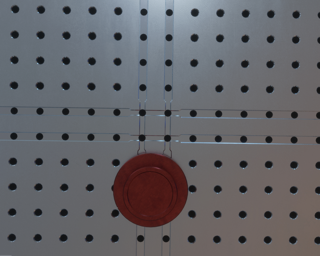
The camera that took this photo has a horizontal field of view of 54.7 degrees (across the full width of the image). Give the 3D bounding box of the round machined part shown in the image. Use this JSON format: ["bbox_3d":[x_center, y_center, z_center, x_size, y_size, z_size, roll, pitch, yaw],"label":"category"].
[{"bbox_3d":[-0.012,0.082,0.405,0.099,0.042,0.097,0,90,-1],"label":"round machined part"}]
